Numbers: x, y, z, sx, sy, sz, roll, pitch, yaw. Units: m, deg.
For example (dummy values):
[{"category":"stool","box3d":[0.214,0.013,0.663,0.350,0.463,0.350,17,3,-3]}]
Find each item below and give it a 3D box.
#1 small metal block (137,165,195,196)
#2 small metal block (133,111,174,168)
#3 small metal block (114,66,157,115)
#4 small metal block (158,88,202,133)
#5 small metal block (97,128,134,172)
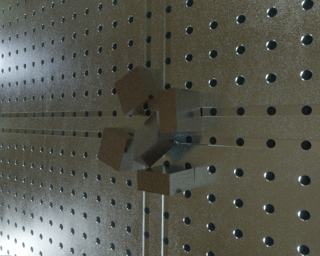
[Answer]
[{"category":"small metal block","box3d":[0.008,0.063,0.385,0.050,0.050,0.025,1,93,40]},{"category":"small metal block","box3d":[-0.009,0.014,0.400,0.050,0.025,0.050,-44,31,30]},{"category":"small metal block","box3d":[-0.032,-0.051,0.434,0.050,0.025,0.050,-29,72,36]},{"category":"small metal block","box3d":[0.025,-0.020,0.371,0.025,0.050,0.050,-6,86,39]},{"category":"small metal block","box3d":[-0.062,0.031,0.458,0.050,0.025,0.050,24,105,37]}]
